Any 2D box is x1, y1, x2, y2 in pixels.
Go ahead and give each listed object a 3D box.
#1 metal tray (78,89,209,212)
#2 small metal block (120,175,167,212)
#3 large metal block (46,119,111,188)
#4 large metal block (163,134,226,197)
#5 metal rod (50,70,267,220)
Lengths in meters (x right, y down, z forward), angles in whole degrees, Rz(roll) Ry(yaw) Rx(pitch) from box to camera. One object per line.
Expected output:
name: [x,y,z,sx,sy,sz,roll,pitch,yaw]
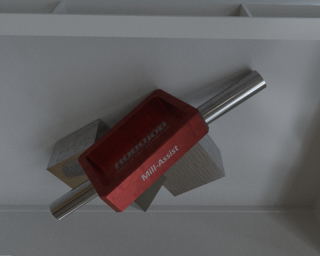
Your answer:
metal tray: [-0.022,0.019,0.345,0.130,0.090,0.030,-42,126,-8]
small metal block: [-0.028,0.071,0.387,0.050,0.050,0.025,6,143,46]
large metal block: [-0.091,0.046,0.426,0.080,0.050,0.080,-27,126,20]
large metal block: [0.032,0.040,0.426,0.080,0.050,0.080,-27,126,20]
metal rod: [-0.007,0.024,0.379,0.300,0.025,0.025,-33,124,7]
